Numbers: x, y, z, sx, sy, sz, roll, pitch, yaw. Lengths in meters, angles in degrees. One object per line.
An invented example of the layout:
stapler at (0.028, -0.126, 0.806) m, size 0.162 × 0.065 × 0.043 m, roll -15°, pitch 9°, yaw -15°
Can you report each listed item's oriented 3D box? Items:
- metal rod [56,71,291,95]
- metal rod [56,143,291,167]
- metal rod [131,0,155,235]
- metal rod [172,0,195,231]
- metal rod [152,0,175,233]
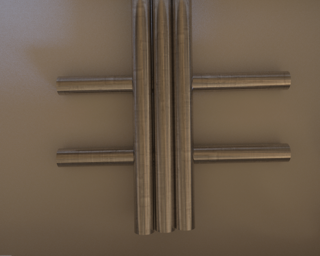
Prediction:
metal rod at (0.018, -0.059, 0.410) m, size 0.302 × 0.025 × 0.025 m, roll -1°, pitch 90°, yaw 0°
metal rod at (0.018, 0.036, 0.410) m, size 0.302 × 0.025 × 0.025 m, roll -1°, pitch 90°, yaw 0°
metal rod at (-0.022, -0.021, 0.384) m, size 0.025 × 0.025 × 0.298 m, roll -1°, pitch 90°, yaw 0°
metal rod at (0.029, -0.026, 0.384) m, size 0.025 × 0.025 × 0.298 m, roll -1°, pitch 90°, yaw 0°
metal rod at (0.004, -0.023, 0.384) m, size 0.025 × 0.025 × 0.298 m, roll -1°, pitch 90°, yaw 0°
